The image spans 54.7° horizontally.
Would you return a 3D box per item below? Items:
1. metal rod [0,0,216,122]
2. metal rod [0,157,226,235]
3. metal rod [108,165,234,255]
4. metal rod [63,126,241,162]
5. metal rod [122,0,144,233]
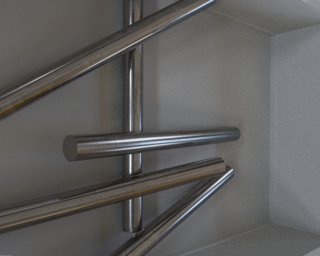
[{"bbox_3d":[-0.046,-0.092,0.340,0.302,0.025,0.025,-36,113,-25],"label":"metal rod"},{"bbox_3d":[-0.048,0.069,0.338,0.303,0.025,0.025,-8,96,-31],"label":"metal rod"},{"bbox_3d":[0.010,0.118,0.392,0.302,0.025,0.025,-26,107,-44],"label":"metal rod"},{"bbox_3d":[0.019,0.014,0.396,0.302,0.025,0.025,-3,92,-48],"label":"metal rod"},{"bbox_3d":[-0.033,-0.025,0.378,0.025,0.025,0.298,0,90,-40],"label":"metal rod"}]
